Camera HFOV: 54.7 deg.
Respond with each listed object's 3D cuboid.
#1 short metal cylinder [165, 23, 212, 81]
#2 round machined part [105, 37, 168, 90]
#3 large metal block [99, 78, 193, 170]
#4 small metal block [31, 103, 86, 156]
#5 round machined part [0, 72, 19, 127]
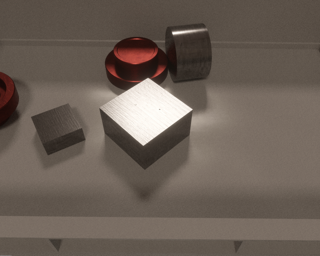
[{"bbox_3d":[0.041,-0.113,0.465,0.050,0.080,0.080,-9,51,-7],"label":"short metal cylinder"},{"bbox_3d":[-0.036,-0.105,0.482,0.099,0.042,0.098,0,50,0],"label":"round machined part"},{"bbox_3d":[-0.017,-0.008,0.395,0.080,0.050,0.080,-36,59,-27],"label":"large metal block"},{"bbox_3d":[-0.132,0.001,0.403,0.050,0.025,0.050,-24,54,-19],"label":"small metal block"},{"bbox_3d":[-0.241,-0.031,0.414,0.099,0.042,0.098,3,49,-3],"label":"round machined part"}]
